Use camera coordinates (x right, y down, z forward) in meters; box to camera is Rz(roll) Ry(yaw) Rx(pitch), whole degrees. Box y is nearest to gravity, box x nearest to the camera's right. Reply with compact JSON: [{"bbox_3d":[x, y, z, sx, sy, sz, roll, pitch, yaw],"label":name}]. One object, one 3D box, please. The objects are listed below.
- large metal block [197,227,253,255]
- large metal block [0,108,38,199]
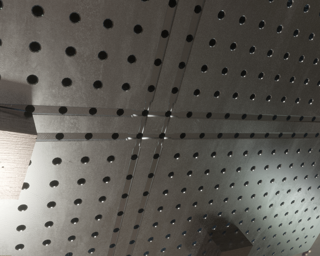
[{"bbox_3d":[0.127,0.253,0.624,0.081,0.050,0.079,2,117,-30],"label":"large metal block"},{"bbox_3d":[-0.179,0.024,0.312,0.081,0.050,0.079,11,113,-33],"label":"large metal block"}]
